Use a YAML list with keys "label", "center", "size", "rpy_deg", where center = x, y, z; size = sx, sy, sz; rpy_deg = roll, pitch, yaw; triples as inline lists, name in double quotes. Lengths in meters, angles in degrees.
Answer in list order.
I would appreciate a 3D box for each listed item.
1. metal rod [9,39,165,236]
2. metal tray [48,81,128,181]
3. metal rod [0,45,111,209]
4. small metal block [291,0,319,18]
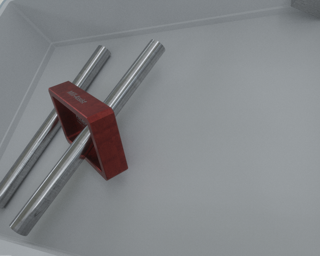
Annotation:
- label: "metal rod"
  center: [-0.087, 0.004, 0.406]
  size: [0.025, 0.025, 0.300]
  rpy_deg: [26, 76, 36]
- label: "metal tray"
  center: [-0.095, -0.001, 0.399]
  size: [0.030, 0.089, 0.130]
  rpy_deg: [-28, 36, -27]
- label: "metal rod"
  center: [-0.170, -0.011, 0.499]
  size: [0.025, 0.025, 0.300]
  rpy_deg: [20, 72, 35]
- label: "small metal block"
  center: [0.197, -0.164, 0.374]
  size: [0.050, 0.050, 0.025]
  rpy_deg: [18, 66, -9]
